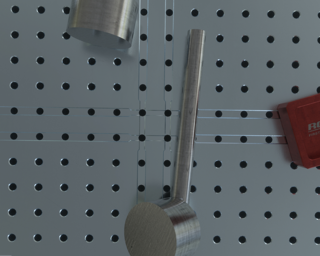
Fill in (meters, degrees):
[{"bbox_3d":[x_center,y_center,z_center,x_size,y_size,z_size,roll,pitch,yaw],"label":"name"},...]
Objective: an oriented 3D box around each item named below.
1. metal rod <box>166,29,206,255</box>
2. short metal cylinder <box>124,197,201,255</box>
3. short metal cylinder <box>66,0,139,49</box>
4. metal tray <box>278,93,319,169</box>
[{"bbox_3d":[0.035,0.020,0.413,0.025,0.025,0.298,6,90,-1],"label":"metal rod"},{"bbox_3d":[0.002,0.129,0.381,0.080,0.050,0.080,-3,84,38],"label":"short metal cylinder"},{"bbox_3d":[-0.071,-0.135,0.385,0.080,0.080,0.050,10,90,-1],"label":"short metal cylinder"},{"bbox_3d":[0.236,-0.007,0.413,0.131,0.030,0.090,-16,90,-1],"label":"metal tray"}]
